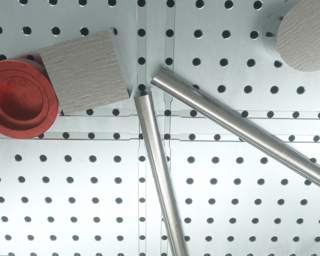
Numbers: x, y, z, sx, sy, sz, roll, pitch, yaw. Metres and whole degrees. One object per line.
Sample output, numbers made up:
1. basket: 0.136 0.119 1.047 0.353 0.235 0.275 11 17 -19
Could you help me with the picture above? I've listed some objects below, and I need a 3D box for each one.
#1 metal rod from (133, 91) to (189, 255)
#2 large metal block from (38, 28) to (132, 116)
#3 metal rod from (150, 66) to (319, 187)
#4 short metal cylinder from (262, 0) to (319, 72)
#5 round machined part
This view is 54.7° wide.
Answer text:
1. metal rod: 0.008 0.093 0.447 0.025 0.025 0.298 -11 110 4
2. large metal block: -0.085 -0.069 0.373 0.080 0.050 0.080 -14 110 5
3. metal rod: 0.122 0.008 0.417 0.301 0.025 0.025 30 107 -11
4. short metal cylinder: 0.168 -0.110 0.362 0.081 0.050 0.079 0 110 -1
5. round machined part: -0.171 -0.039 0.388 0.099 0.042 0.097 0 110 -1
